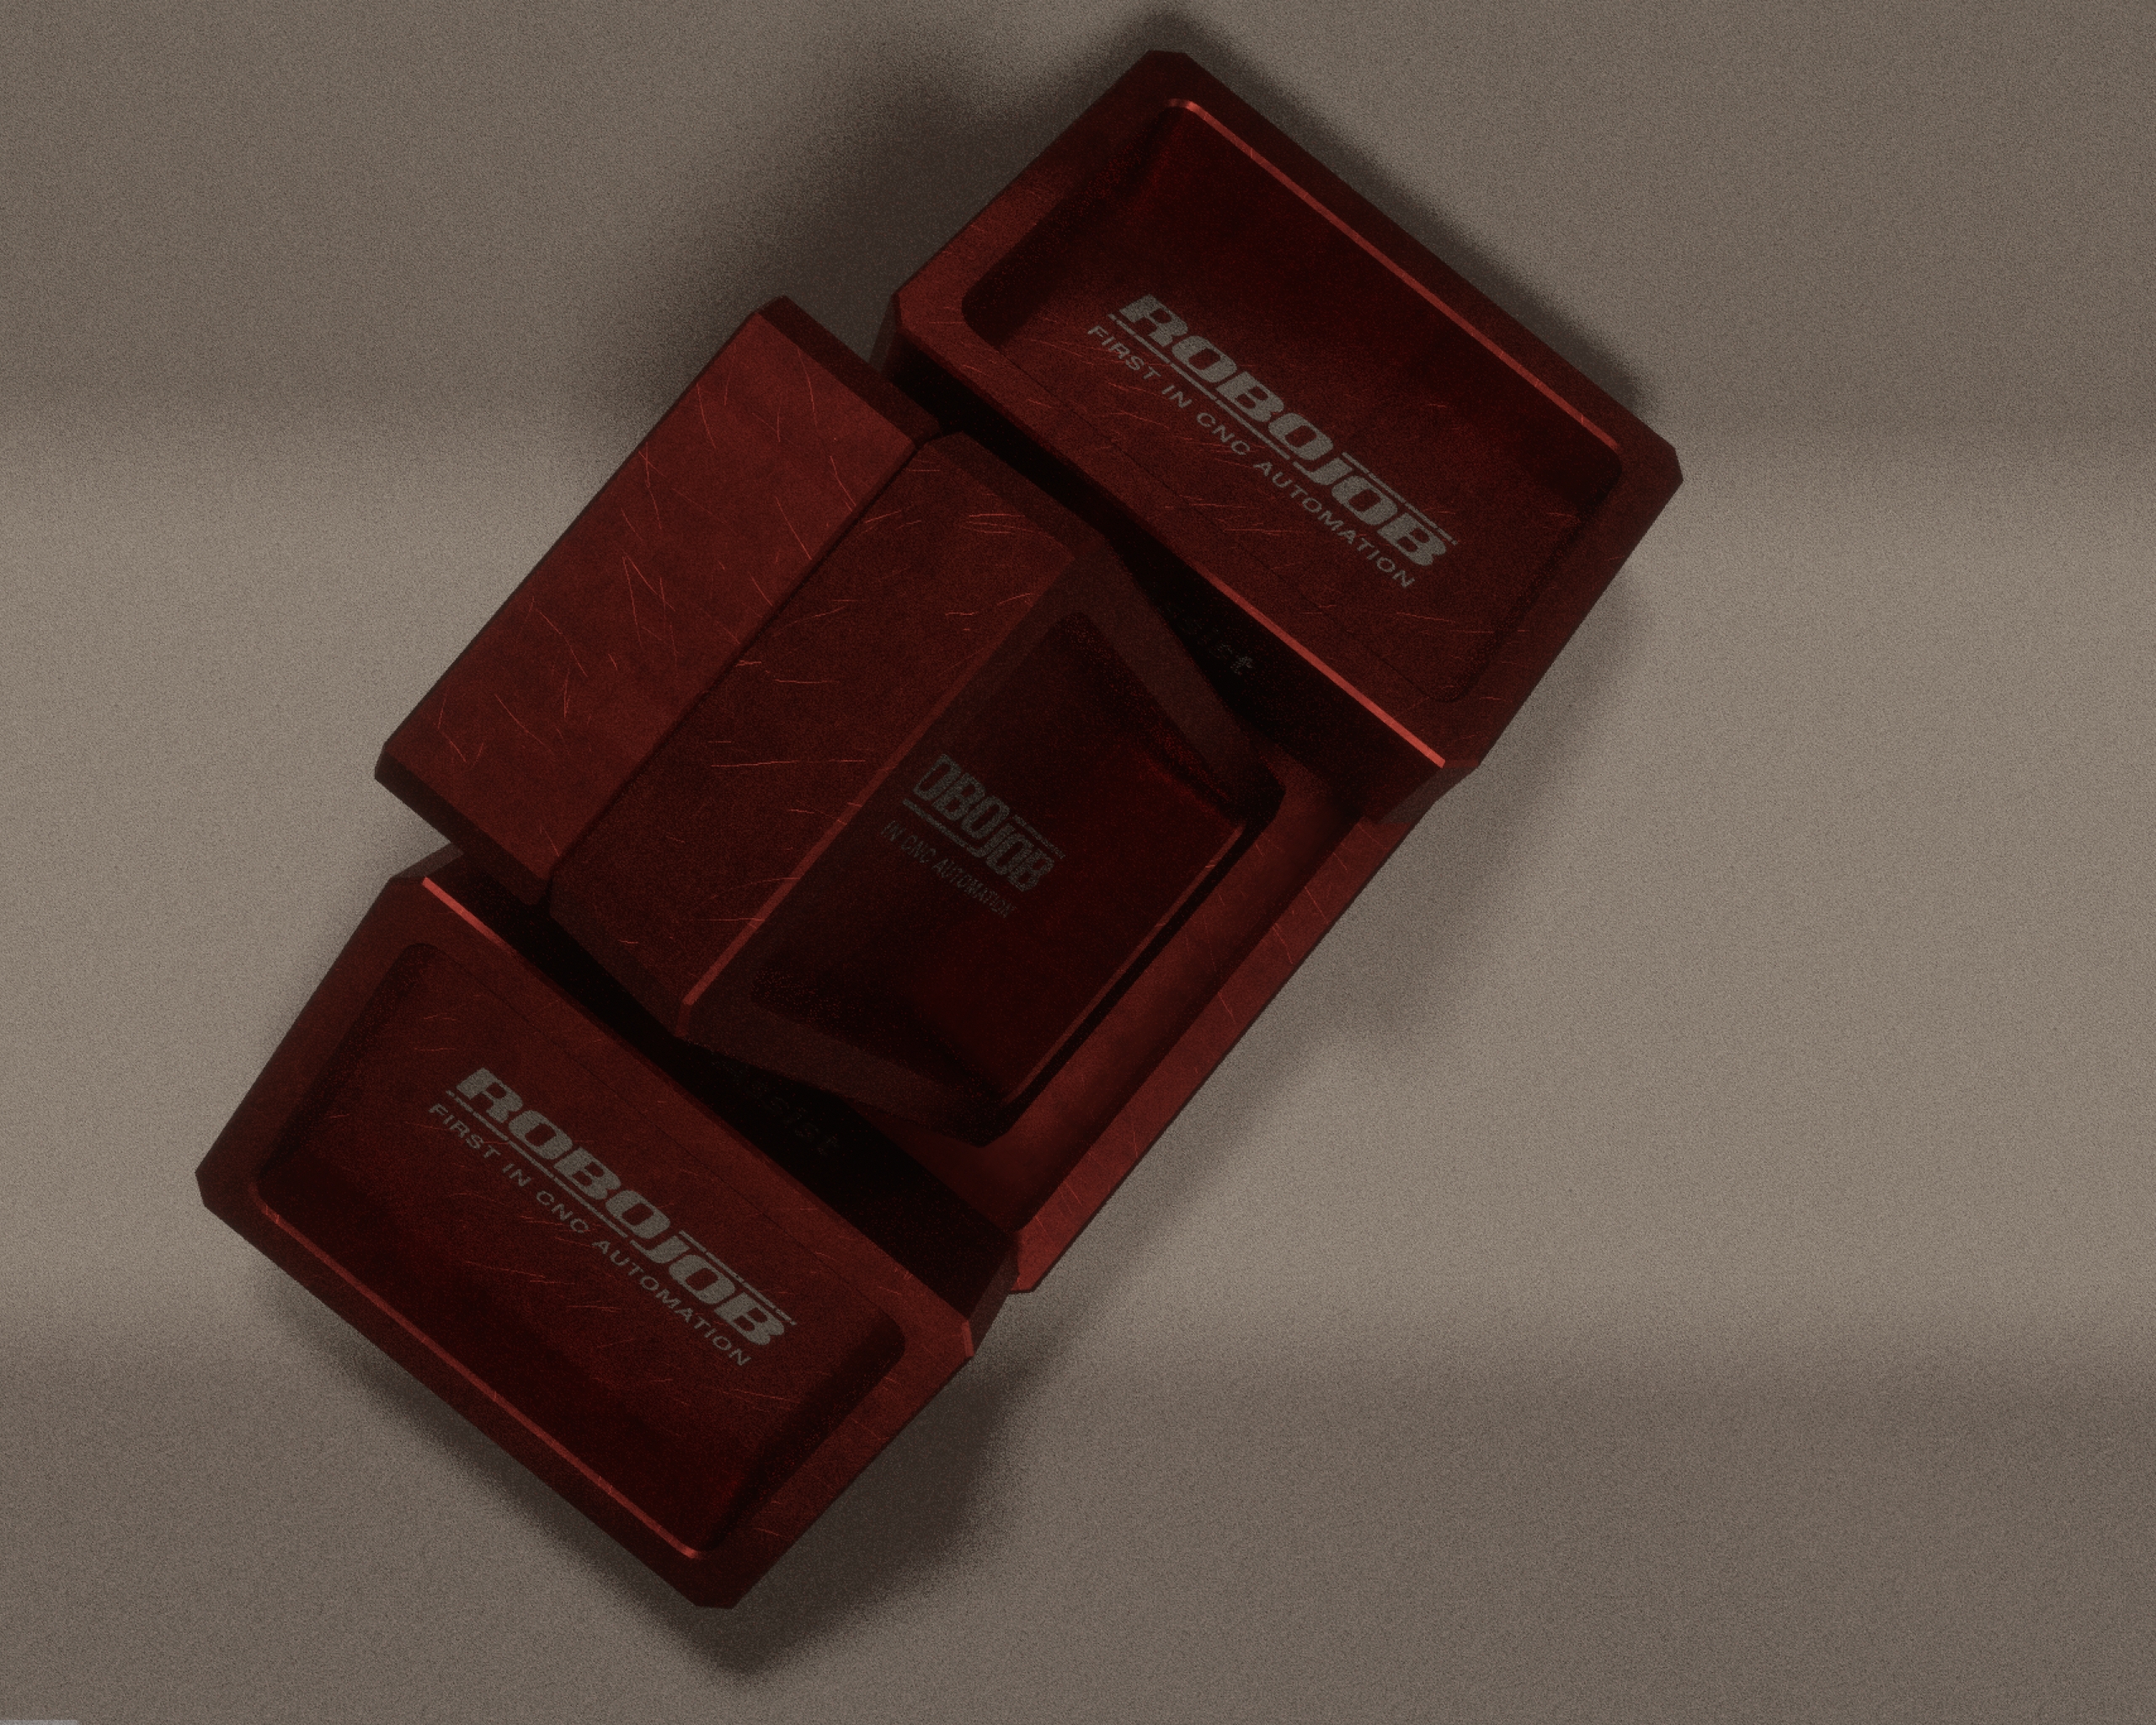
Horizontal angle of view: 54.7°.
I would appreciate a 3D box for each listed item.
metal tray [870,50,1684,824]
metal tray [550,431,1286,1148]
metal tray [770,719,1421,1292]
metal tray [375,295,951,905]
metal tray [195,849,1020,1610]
[{"bbox_3d":[0.038,-0.081,0.390,0.130,0.030,0.090,39,64,0],"label":"metal tray"},{"bbox_3d":[-0.018,-0.004,0.345,0.030,0.130,0.090,40,90,23],"label":"metal tray"},{"bbox_3d":[-0.006,0.006,0.407,0.090,0.030,0.130,39,90,-1],"label":"metal tray"},{"bbox_3d":[-0.059,-0.037,0.355,0.030,0.130,0.090,40,90,0],"label":"metal tray"},{"bbox_3d":[-0.088,0.067,0.389,0.130,0.030,0.090,40,114,-1],"label":"metal tray"}]
